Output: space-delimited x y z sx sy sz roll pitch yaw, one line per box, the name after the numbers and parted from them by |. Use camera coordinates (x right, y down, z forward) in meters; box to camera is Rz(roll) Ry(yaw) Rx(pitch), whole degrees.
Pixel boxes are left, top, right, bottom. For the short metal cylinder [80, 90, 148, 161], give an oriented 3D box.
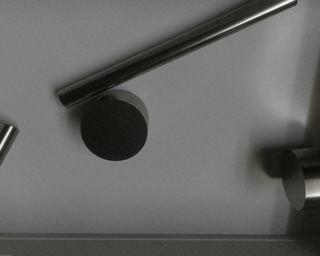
-0.055 -0.005 0.396 0.081 0.050 0.079 0 110 -1 | short metal cylinder

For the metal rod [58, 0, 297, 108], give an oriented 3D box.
0.015 -0.095 0.376 0.301 0.025 0.025 -23 109 7 | metal rod

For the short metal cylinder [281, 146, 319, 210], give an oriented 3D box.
0.200 0.065 0.409 0.050 0.080 0.079 -6 110 2 | short metal cylinder

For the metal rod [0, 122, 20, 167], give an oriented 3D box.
-0.255 0.132 0.376 0.025 0.025 0.299 25 76 -9 | metal rod
